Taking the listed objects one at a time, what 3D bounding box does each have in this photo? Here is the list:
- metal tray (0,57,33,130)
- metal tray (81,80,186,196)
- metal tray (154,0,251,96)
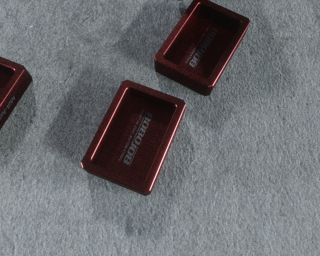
[{"bbox_3d":[-0.247,-0.038,0.416,0.090,0.030,0.130,22,71,7],"label":"metal tray"},{"bbox_3d":[-0.031,0.010,0.401,0.090,0.030,0.130,21,71,7],"label":"metal tray"},{"bbox_3d":[0.062,-0.121,0.450,0.090,0.030,0.130,29,72,9],"label":"metal tray"}]
